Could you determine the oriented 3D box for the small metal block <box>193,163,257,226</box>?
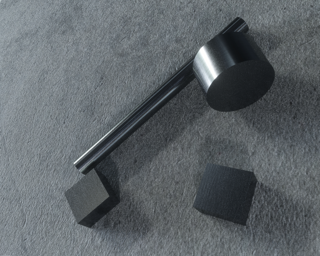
[{"bbox_3d":[0.069,0.068,0.325,0.050,0.025,0.050,9,66,31],"label":"small metal block"}]

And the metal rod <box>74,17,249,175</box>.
[{"bbox_3d":[0.003,-0.045,0.428,0.300,0.025,0.025,-42,51,-1],"label":"metal rod"}]

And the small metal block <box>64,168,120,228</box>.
[{"bbox_3d":[-0.087,0.088,0.393,0.050,0.025,0.050,-41,51,0],"label":"small metal block"}]

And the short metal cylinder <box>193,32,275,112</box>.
[{"bbox_3d":[0.085,-0.064,0.363,0.080,0.080,0.050,-26,53,12],"label":"short metal cylinder"}]
